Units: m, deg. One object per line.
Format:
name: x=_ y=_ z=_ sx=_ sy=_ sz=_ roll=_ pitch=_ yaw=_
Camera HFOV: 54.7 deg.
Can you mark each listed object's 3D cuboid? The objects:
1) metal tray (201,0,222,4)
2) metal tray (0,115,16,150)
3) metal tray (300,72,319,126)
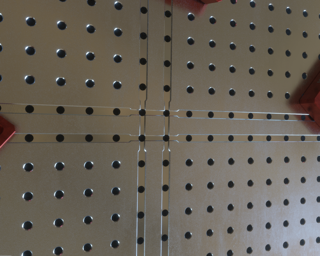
metal tray: x=0.070 y=-0.249 z=0.415 sx=0.090 sy=0.030 sz=0.129 roll=25 pitch=90 yaw=-32
metal tray: x=-0.220 y=0.022 z=0.297 sx=0.090 sy=0.030 sz=0.130 roll=41 pitch=48 yaw=-16
metal tray: x=0.306 y=-0.062 z=0.525 sx=0.090 sy=0.030 sz=0.130 roll=44 pitch=76 yaw=-15
